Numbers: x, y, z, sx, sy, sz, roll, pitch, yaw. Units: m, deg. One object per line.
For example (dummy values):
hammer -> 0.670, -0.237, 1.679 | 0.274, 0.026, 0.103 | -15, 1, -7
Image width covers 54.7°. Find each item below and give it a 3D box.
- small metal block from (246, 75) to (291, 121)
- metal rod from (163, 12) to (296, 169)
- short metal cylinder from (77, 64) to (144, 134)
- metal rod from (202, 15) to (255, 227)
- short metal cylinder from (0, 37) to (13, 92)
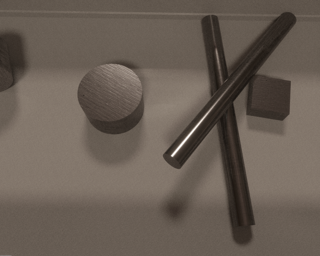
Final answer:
small metal block -> 0.149, -0.041, 0.427 | 0.050, 0.025, 0.050 | 10, 70, 3
metal rod -> 0.105, -0.064, 0.410 | 0.025, 0.025, 0.301 | 36, 65, 12
short metal cylinder -> -0.062, -0.037, 0.409 | 0.081, 0.050, 0.080 | 0, 70, 0
metal rod -> 0.088, -0.024, 0.419 | 0.025, 0.025, 0.299 | -4, 70, -2
short metal cylinder -> -0.241, -0.084, 0.408 | 0.081, 0.080, 0.050 | -14, 71, -5
